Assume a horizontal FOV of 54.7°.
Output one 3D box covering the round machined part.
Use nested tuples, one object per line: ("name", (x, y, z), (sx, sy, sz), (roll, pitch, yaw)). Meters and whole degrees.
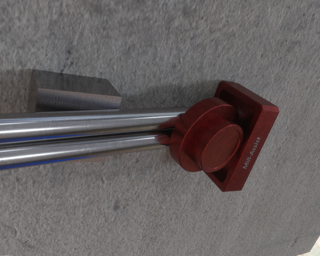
("round machined part", (0.063, 0.015, 0.380), (0.099, 0.042, 0.097), (-23, 133, -27))

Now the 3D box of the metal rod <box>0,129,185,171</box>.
("metal rod", (-0.032, 0.015, 0.343), (0.302, 0.025, 0.025), (-5, 122, -41))

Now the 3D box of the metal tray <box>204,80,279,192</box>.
("metal tray", (0.097, 0.011, 0.427), (0.030, 0.090, 0.129), (4, 117, -31))

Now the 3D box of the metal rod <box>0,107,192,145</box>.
("metal rod", (-0.024, -0.009, 0.333), (0.302, 0.025, 0.025), (-5, 122, -41))

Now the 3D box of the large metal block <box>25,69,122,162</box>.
("large metal block", (-0.095, -0.011, 0.330), (0.081, 0.050, 0.079), (3, 117, -30))
